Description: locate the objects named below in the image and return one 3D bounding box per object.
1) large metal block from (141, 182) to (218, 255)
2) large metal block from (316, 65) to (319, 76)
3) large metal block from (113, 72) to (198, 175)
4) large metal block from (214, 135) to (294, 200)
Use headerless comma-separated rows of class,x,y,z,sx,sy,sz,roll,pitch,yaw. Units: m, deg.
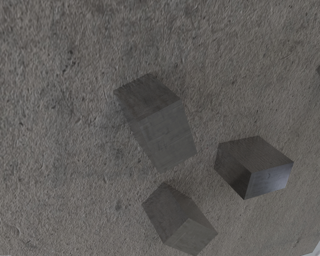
large metal block,0.030,0.139,0.473,0.050,0.080,0.080,-48,129,5
large metal block,0.315,-0.096,0.503,0.080,0.050,0.080,34,99,-39
large metal block,-0.006,-0.007,0.363,0.050,0.080,0.080,-29,128,-10
large metal block,0.144,0.059,0.486,0.081,0.080,0.050,-9,123,-24
